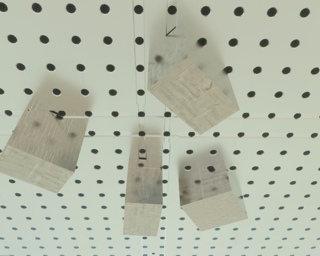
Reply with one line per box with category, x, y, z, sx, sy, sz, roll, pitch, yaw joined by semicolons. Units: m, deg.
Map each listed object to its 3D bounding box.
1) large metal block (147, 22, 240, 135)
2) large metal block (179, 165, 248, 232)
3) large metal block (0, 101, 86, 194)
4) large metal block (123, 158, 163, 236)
large metal block;0.034;-0.053;0.331;0.050;0.080;0.080;-36;122;26
large metal block;0.084;0.114;0.493;0.080;0.050;0.080;-22;127;17
large metal block;-0.149;0.025;0.394;0.080;0.080;0.050;28;124;-22
large metal block;-0.026;0.104;0.464;0.050;0.080;0.079;4;130;-4
